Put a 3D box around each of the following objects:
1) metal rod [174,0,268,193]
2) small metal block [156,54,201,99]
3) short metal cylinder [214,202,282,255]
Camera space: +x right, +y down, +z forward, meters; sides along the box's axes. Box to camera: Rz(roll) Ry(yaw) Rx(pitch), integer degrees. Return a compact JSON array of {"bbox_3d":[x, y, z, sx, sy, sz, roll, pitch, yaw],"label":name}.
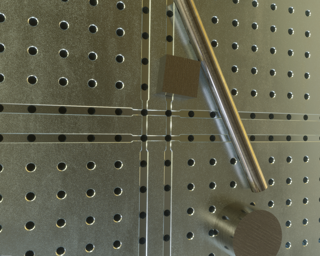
[{"bbox_3d":[0.090,-0.044,0.445,0.025,0.025,0.299,-27,99,-18],"label":"metal rod"},{"bbox_3d":[0.025,-0.069,0.422,0.050,0.025,0.050,8,88,-20],"label":"small metal block"},{"bbox_3d":[0.126,0.151,0.446,0.081,0.050,0.080,0,90,-20],"label":"short metal cylinder"}]
